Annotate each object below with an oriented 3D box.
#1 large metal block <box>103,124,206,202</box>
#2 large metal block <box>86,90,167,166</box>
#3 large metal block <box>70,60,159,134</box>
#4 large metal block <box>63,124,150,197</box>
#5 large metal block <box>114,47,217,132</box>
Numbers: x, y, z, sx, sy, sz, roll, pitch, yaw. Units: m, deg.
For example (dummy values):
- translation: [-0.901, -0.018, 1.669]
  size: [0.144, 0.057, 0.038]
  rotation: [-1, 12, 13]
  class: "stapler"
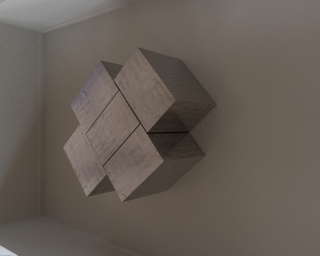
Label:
- translation: [-0.006, 0.040, 0.374]
  size: [0.080, 0.081, 0.050]
  rotation: [-47, 62, 29]
  class: "large metal block"
- translation: [-0.032, 0.001, 0.395]
  size: [0.080, 0.081, 0.050]
  rotation: [-47, 62, 29]
  class: "large metal block"
- translation: [-0.058, -0.037, 0.415]
  size: [0.080, 0.081, 0.050]
  rotation: [-47, 62, 29]
  class: "large metal block"
- translation: [-0.072, 0.041, 0.427]
  size: [0.050, 0.081, 0.080]
  rotation: [-48, 62, 29]
  class: "large metal block"
- translation: [0.007, -0.042, 0.363]
  size: [0.050, 0.081, 0.080]
  rotation: [-48, 62, 29]
  class: "large metal block"
